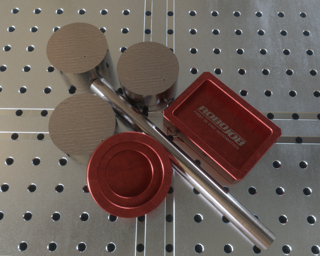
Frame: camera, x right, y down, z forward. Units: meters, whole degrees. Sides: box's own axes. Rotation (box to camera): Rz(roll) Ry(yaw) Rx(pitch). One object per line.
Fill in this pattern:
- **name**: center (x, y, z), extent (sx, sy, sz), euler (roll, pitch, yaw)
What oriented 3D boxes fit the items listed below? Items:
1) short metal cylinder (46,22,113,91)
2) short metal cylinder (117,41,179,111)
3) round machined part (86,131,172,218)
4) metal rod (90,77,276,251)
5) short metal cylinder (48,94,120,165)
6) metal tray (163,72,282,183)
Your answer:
- **short metal cylinder**: center (-0.110, -0.099, 0.434), extent (0.081, 0.050, 0.080), euler (0, 70, 0)
- **short metal cylinder**: center (-0.015, -0.070, 0.423), extent (0.081, 0.050, 0.080), euler (0, 70, 0)
- **round machined part**: center (-0.039, 0.054, 0.371), extent (0.099, 0.042, 0.097), euler (1, 85, -18)
- **metal rod**: center (0.020, 0.037, 0.399), extent (0.300, 0.025, 0.025), euler (42, 75, 14)
- **short metal cylinder**: center (-0.094, 0.003, 0.396), extent (0.081, 0.050, 0.080), euler (0, 70, 0)
- **metal tray**: center (0.079, -0.003, 0.409), extent (0.130, 0.030, 0.090), euler (42, 76, 13)
